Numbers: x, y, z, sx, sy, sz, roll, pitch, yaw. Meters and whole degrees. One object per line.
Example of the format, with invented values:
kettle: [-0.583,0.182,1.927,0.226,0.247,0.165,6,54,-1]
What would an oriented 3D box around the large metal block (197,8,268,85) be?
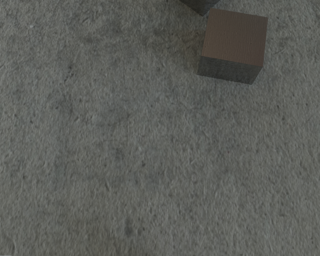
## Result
large metal block: [0.101,-0.115,0.438,0.080,0.050,0.080,11,70,3]

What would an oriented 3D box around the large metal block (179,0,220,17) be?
large metal block: [0.064,-0.236,0.482,0.080,0.050,0.080,40,75,13]
